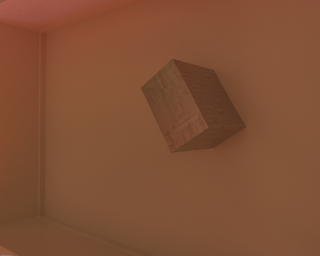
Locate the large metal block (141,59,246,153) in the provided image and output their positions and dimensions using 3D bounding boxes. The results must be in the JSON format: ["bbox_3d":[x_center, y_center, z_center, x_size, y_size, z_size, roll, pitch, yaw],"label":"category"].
[{"bbox_3d":[0.037,-0.022,0.339,0.050,0.081,0.080,-38,67,33],"label":"large metal block"}]
